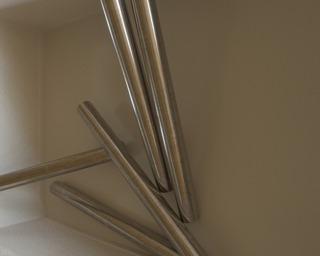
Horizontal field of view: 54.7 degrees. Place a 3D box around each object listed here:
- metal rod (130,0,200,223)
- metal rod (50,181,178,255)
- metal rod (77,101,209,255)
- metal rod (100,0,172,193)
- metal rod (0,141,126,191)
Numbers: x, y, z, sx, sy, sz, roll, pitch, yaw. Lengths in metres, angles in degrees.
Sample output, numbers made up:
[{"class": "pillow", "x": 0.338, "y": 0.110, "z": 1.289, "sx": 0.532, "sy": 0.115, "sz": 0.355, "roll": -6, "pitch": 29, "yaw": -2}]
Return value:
[{"class": "metal rod", "x": 0.005, "y": -0.032, "z": 0.342, "sx": 0.025, "sy": 0.025, "sz": 0.298, "roll": -1, "pitch": 108, "yaw": 40}, {"class": "metal rod", "x": -0.073, "y": 0.137, "z": 0.464, "sx": 0.300, "sy": 0.025, "sz": 0.025, "roll": 15, "pitch": 99, "yaw": 38}, {"class": "metal rod", "x": -0.026, "y": 0.070, "z": 0.398, "sx": 0.300, "sy": 0.025, "sz": 0.025, "roll": 49, "pitch": 119, "yaw": 27}, {"class": "metal rod", "x": -0.029, "y": -0.058, "z": 0.348, "sx": 0.025, "sy": 0.025, "sz": 0.298, "roll": 2, "pitch": 117, "yaw": 40}, {"class": "metal rod", "x": -0.195, "y": 0.071, "z": 0.480, "sx": 0.301, "sy": 0.025, "sz": 0.025, "roll": -16, "pitch": 79, "yaw": 11}]
